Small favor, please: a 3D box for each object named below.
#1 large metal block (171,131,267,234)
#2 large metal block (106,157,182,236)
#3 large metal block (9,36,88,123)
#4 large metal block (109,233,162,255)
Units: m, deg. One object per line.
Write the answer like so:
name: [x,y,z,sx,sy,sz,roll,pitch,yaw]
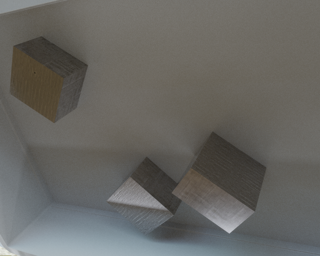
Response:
large metal block: [0.073,0.063,0.373,0.080,0.080,0.050,34,129,5]
large metal block: [-0.021,0.104,0.468,0.080,0.050,0.080,42,129,-1]
large metal block: [-0.157,-0.068,0.434,0.080,0.050,0.079,33,129,6]
large metal block: [-0.055,0.241,0.554,0.080,0.080,0.050,-34,100,38]
